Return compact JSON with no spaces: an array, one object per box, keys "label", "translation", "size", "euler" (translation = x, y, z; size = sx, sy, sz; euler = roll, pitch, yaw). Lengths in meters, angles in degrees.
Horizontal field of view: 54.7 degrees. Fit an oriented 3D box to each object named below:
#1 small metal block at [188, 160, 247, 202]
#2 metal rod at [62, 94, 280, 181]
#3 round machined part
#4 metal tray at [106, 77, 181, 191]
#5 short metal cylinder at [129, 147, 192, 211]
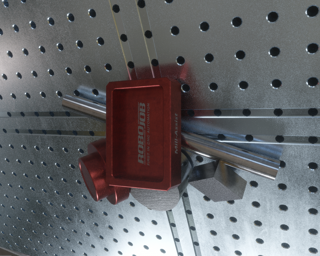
[{"label":"small metal block","translation":[0.073,0.069,0.397],"size":[0.050,0.025,0.050],"euler":[38,147,-18]},{"label":"metal rod","translation":[0.001,0.006,0.409],"size":[0.301,0.025,0.025],"euler":[18,126,17]},{"label":"round machined part","translation":[-0.086,0.068,0.452],"size":[0.098,0.042,0.097],"euler":[43,145,42]},{"label":"metal tray","translation":[-0.021,0.007,0.380],"size":[0.090,0.030,0.129],"euler":[0,89,27]},{"label":"short metal cylinder","translation":[-0.001,0.068,0.433],"size":[0.080,0.050,0.079],"euler":[13,124,21]}]
